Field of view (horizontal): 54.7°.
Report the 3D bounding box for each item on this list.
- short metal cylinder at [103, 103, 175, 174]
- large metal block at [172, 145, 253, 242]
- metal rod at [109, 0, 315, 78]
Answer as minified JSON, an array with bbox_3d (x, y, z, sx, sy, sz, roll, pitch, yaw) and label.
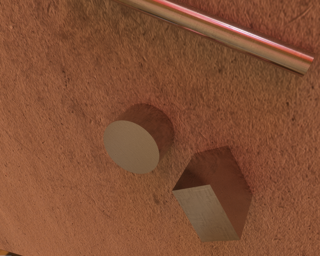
[{"bbox_3d":[-0.027,0.014,0.412,0.080,0.050,0.079,13,124,20],"label":"short metal cylinder"},{"bbox_3d":[0.069,0.080,0.384,0.050,0.080,0.080,-18,109,35],"label":"large metal block"},{"bbox_3d":[0.008,-0.123,0.324,0.301,0.025,0.025,26,127,11],"label":"metal rod"}]
